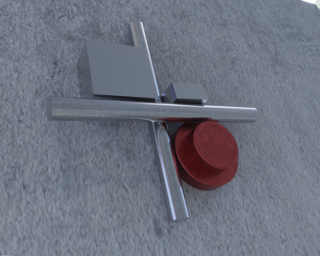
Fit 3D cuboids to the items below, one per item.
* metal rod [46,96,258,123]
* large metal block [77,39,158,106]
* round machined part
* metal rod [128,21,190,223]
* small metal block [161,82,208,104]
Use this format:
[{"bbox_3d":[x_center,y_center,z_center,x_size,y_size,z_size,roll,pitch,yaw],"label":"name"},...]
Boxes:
[{"bbox_3d":[0.015,-0.020,0.395,0.303,0.025,0.025,0,62,-33],"label":"metal rod"},{"bbox_3d":[-0.057,-0.060,0.396,0.081,0.050,0.080,1,62,-28],"label":"large metal block"},{"bbox_3d":[0.064,0.030,0.411,0.099,0.042,0.098,14,56,-21],"label":"round machined part"},{"bbox_3d":[-0.008,-0.026,0.418,0.025,0.025,0.299,2,61,-28],"label":"metal rod"},{"bbox_3d":[0.030,-0.038,0.430,0.050,0.050,0.025,-1,63,-29],"label":"small metal block"}]
